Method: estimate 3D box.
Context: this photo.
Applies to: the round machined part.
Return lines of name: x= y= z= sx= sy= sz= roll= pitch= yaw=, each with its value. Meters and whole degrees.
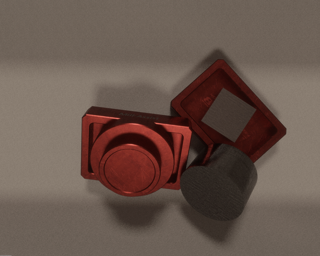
round machined part: x=-0.033 y=0.040 z=0.358 sx=0.099 sy=0.042 sz=0.097 roll=1 pitch=114 yaw=2

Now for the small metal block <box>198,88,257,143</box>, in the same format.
small metal block: x=0.086 y=-0.016 z=0.400 sx=0.050 sy=0.025 sz=0.050 roll=33 pitch=90 yaw=-1

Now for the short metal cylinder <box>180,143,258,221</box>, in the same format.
short metal cylinder: x=0.072 y=0.066 z=0.379 sx=0.080 sy=0.050 sz=0.079 roll=18 pitch=128 yaw=25

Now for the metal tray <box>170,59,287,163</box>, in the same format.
metal tray: x=0.088 y=-0.014 z=0.410 sx=0.090 sy=0.030 sz=0.130 roll=-42 pitch=91 yaw=0

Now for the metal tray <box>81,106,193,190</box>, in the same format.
metal tray: x=-0.031 y=0.026 z=0.391 sx=0.131 sy=0.030 sz=0.089 roll=7 pitch=114 yaw=-1
